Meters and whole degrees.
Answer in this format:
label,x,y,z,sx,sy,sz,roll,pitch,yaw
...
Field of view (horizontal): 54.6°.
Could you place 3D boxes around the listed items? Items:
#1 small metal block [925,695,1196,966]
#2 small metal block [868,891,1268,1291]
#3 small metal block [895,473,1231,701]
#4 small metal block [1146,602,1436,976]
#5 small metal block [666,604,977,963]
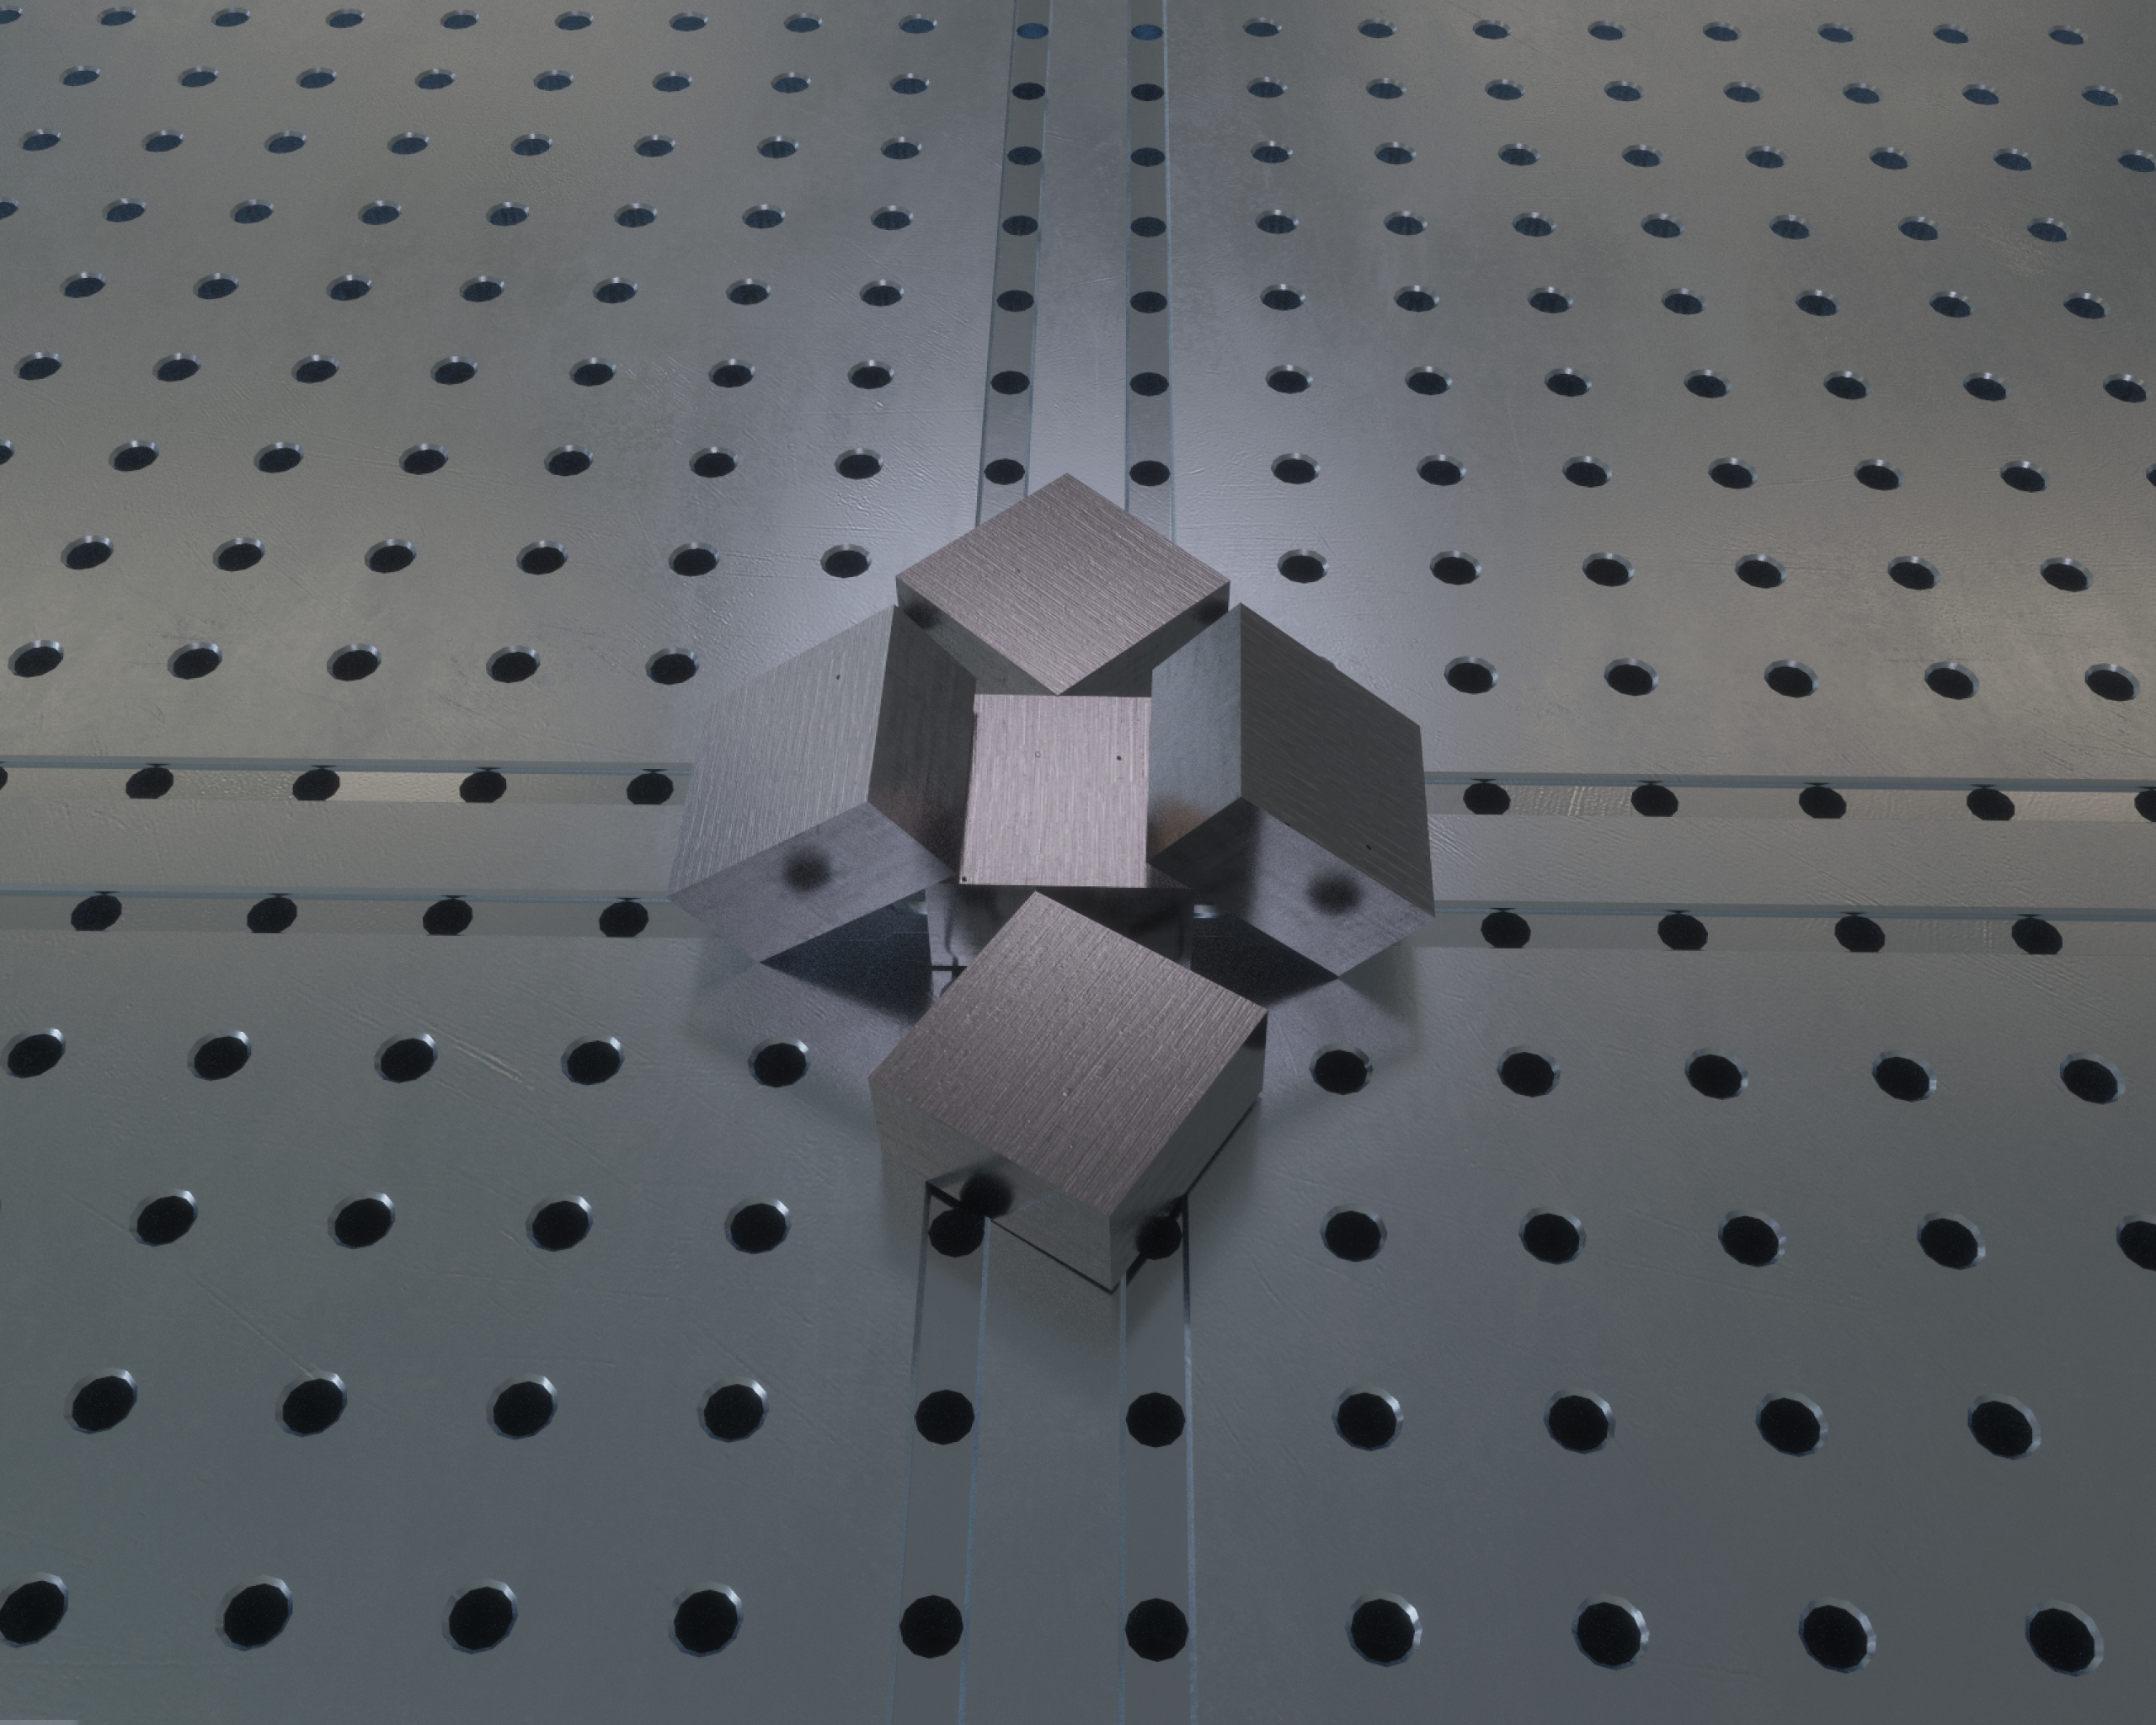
label,x,y,z,sx,sy,sz,roll,pitch,yaw
small metal block,-0.003,-0.006,0.413,0.050,0.025,0.050,1,49,1
small metal block,-0.001,0.040,0.374,0.050,0.025,0.050,27,55,22
small metal block,-0.003,-0.052,0.452,0.050,0.025,0.050,-36,58,-27
small metal block,0.041,-0.014,0.402,0.050,0.025,0.050,30,43,-28
small metal block,-0.049,-0.015,0.404,0.050,0.025,0.050,-23,44,29
